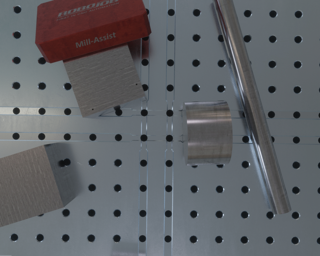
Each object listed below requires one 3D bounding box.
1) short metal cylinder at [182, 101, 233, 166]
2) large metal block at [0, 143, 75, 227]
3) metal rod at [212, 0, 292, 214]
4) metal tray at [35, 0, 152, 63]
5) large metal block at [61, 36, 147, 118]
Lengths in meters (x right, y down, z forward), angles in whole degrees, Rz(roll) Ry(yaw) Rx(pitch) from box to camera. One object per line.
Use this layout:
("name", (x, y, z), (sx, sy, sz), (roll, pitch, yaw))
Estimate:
("short metal cylinder", (0.056, 0.006, 0.386), (0.050, 0.080, 0.080), (-2, 90, 0))
("large metal block", (-0.167, 0.070, 0.400), (0.080, 0.050, 0.080), (-18, 90, 0))
("metal rod", (0.122, -0.033, 0.414), (0.025, 0.025, 0.298), (-16, 90, 0))
("metal tray", (-0.084, -0.135, 0.385), (0.131, 0.030, 0.090), (-16, 51, 0))
("large metal block", (-0.069, -0.063, 0.400), (0.080, 0.050, 0.080), (-19, 90, 0))
